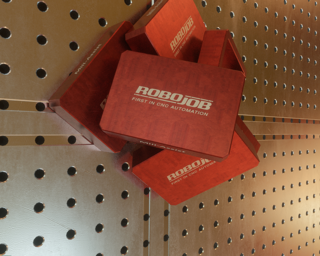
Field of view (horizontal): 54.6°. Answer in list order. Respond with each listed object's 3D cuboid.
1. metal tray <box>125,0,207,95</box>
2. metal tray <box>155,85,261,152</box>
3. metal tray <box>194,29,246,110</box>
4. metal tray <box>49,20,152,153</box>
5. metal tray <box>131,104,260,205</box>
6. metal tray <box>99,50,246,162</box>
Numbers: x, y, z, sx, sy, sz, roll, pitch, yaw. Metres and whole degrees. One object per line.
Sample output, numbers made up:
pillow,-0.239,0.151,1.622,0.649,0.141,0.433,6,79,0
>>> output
metal tray,0.018,-0.114,0.395,0.090,0.030,0.130,56,44,-29
metal tray,0.065,-0.003,0.418,0.130,0.090,0.030,46,63,-31
metal tray,0.090,-0.070,0.448,0.130,0.030,0.090,33,68,-59
metal tray,-0.052,-0.048,0.361,0.090,0.030,0.130,47,62,-31
metal tray,0.042,0.038,0.381,0.090,0.130,0.030,46,24,-30
metal tray,0.013,-0.024,0.321,0.030,0.130,0.090,67,37,-75
